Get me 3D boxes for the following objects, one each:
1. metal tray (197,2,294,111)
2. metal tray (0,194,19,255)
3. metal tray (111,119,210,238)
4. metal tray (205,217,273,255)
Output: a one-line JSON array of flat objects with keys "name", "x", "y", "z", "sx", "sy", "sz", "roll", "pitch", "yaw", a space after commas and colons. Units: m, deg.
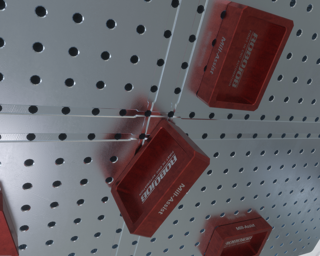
[{"name": "metal tray", "x": 0.112, "y": -0.089, "z": 0.412, "sx": 0.091, "sy": 0.030, "sz": 0.129, "roll": 3, "pitch": 117, "yaw": -30}, {"name": "metal tray", "x": -0.243, "y": 0.134, "z": 0.358, "sx": 0.131, "sy": 0.030, "sz": 0.089, "roll": -13, "pitch": 124, "yaw": -21}, {"name": "metal tray", "x": -0.005, "y": 0.063, "z": 0.404, "sx": 0.030, "sy": 0.090, "sz": 0.130, "roll": 29, "pitch": 102, "yaw": -38}, {"name": "metal tray", "x": 0.162, "y": 0.238, "z": 0.642, "sx": 0.131, "sy": 0.030, "sz": 0.089, "roll": -1, "pitch": 119, "yaw": -28}]
